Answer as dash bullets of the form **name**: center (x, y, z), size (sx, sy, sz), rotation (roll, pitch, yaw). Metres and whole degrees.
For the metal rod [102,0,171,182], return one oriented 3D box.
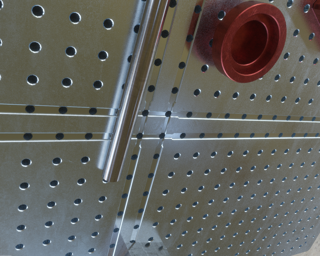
- **metal rod**: center (-0.024, -0.065, 0.358), size (0.025, 0.025, 0.298), rotation (3, 117, -30)

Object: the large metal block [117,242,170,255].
- **large metal block**: center (-0.034, 0.245, 0.530), size (0.081, 0.050, 0.080), rotation (15, 110, -35)

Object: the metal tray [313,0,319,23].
- **metal tray**: center (0.292, -0.170, 0.465), size (0.090, 0.030, 0.130), rotation (-49, 129, 6)

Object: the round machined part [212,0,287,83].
- **round machined part**: center (0.107, -0.110, 0.393), size (0.099, 0.042, 0.097), rotation (-14, 125, -21)
